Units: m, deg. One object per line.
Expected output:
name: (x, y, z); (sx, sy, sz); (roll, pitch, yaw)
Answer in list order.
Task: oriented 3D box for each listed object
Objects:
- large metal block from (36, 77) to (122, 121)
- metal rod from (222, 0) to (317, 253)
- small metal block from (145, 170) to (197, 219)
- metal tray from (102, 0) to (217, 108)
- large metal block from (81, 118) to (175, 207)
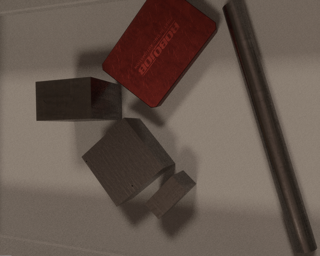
large metal block: (-0.106, -0.035, 0.417); (0.080, 0.080, 0.050); (-2, 90, 19)
metal rod: (0.127, -0.006, 0.365); (0.025, 0.025, 0.298); (-17, 85, 19)
small metal block: (0.015, 0.083, 0.391); (0.025, 0.050, 0.050); (46, 104, 14)
metal tray: (-0.001, -0.102, 0.398); (0.090, 0.030, 0.130); (39, 102, 4)
large metal block: (-0.041, 0.043, 0.411); (0.080, 0.050, 0.080); (-42, 77, 15)
